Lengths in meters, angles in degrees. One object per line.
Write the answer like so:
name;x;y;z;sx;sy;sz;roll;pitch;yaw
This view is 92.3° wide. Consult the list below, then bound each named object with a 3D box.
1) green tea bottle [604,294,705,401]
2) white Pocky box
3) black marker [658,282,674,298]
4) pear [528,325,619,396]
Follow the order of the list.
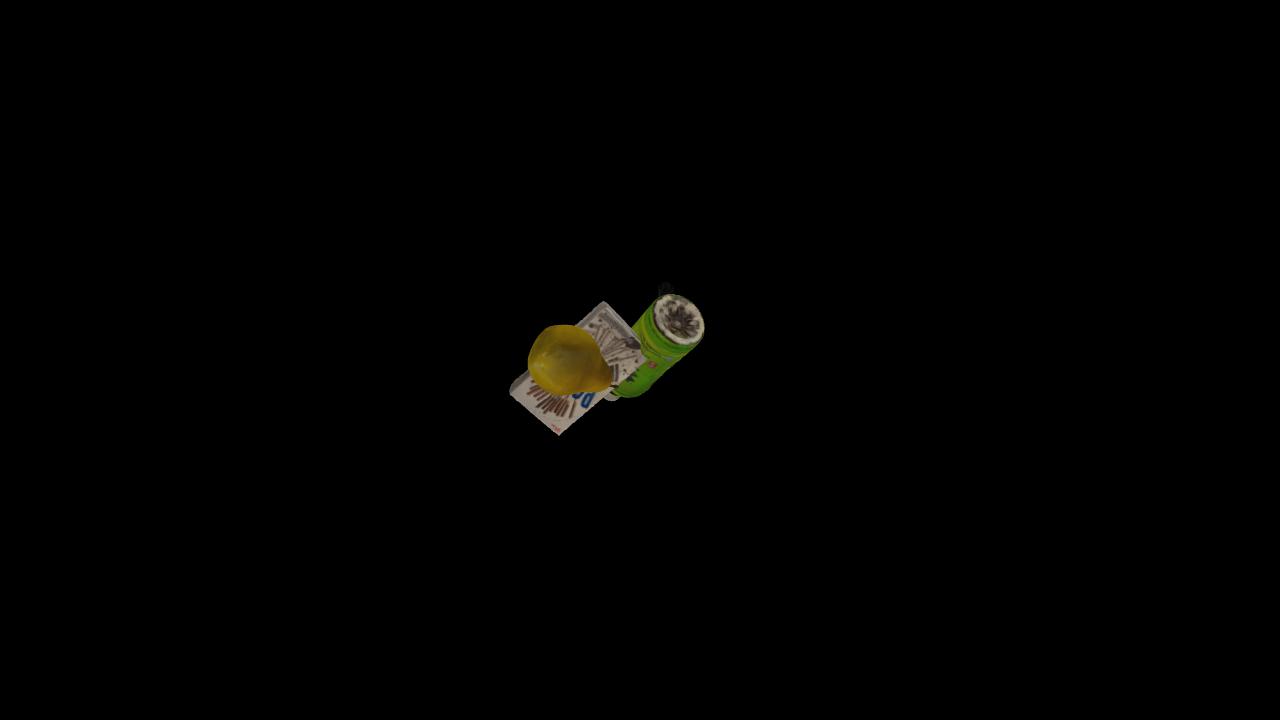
green tea bottle;0.002;-0.002;0.768;0.073;0.073;0.212;0;-24;-26
white Pocky box;-0.069;0.012;0.718;0.154;0.084;0.028;-41;22;10
black marker;0.028;-0.045;0.761;0.020;0.121;0.020;2;42;-2
pear;-0.062;0.012;0.651;0.111;0.080;0.080;30;-14;-24
